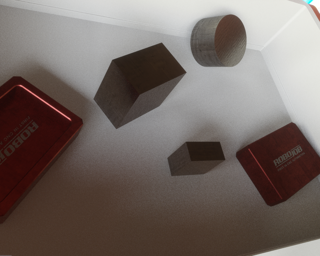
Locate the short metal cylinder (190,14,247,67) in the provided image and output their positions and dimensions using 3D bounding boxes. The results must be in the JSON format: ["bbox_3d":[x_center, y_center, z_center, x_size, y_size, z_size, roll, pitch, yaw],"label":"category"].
[{"bbox_3d":[0.096,-0.140,0.504,0.081,0.050,0.079,-9,104,-39],"label":"short metal cylinder"}]

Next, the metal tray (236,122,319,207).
[{"bbox_3d":[0.188,0.051,0.475,0.131,0.030,0.090,-20,73,-36],"label":"metal tray"}]

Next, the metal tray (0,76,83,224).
[{"bbox_3d":[-0.152,0.016,0.310,0.090,0.030,0.130,36,51,-5],"label":"metal tray"}]

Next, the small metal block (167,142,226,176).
[{"bbox_3d":[0.045,0.039,0.392,0.050,0.050,0.025,2,61,-28],"label":"small metal block"}]

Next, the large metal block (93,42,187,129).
[{"bbox_3d":[-0.027,-0.053,0.390,0.081,0.080,0.050,-31,80,-38],"label":"large metal block"}]
